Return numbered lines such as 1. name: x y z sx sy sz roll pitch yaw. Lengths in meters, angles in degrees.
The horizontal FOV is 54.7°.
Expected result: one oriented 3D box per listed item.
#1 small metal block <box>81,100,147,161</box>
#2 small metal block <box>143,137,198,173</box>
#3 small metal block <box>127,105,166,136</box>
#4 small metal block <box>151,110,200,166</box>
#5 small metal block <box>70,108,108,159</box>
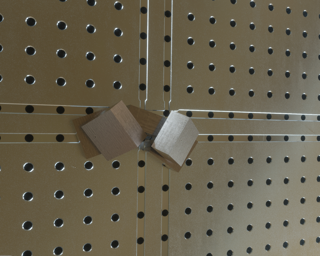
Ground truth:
1. small metal block: -0.052 0.004 0.351 0.050 0.050 0.025 55 35 -12
2. small metal block: 0.015 0.024 0.419 0.050 0.025 0.050 37 78 -17
3. small metal block: -0.024 -0.008 0.391 0.050 0.050 0.025 20 84 -19
4. small metal block: 0.020 0.014 0.380 0.050 0.025 0.050 -60 152 -11
5. small metal block: -0.077 0.006 0.385 0.050 0.025 0.050 -21 97 -19
